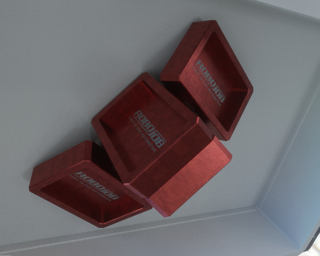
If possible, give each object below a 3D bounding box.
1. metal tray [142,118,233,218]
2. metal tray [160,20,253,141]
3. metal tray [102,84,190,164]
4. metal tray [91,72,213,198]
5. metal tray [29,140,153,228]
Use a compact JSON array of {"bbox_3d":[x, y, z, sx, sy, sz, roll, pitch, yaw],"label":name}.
[{"bbox_3d":[0.017,0.035,0.355,0.090,0.130,0.030,-42,106,0],"label":"metal tray"},{"bbox_3d":[0.065,-0.054,0.384,0.130,0.030,0.090,46,66,-39],"label":"metal tray"},{"bbox_3d":[0.000,0.014,0.413,0.130,0.030,0.090,-43,130,1],"label":"metal tray"},{"bbox_3d":[-0.016,0.000,0.329,0.090,0.130,0.030,-42,129,1],"label":"metal tray"},{"bbox_3d":[-0.080,0.076,0.385,0.090,0.030,0.130,-27,133,19],"label":"metal tray"}]
